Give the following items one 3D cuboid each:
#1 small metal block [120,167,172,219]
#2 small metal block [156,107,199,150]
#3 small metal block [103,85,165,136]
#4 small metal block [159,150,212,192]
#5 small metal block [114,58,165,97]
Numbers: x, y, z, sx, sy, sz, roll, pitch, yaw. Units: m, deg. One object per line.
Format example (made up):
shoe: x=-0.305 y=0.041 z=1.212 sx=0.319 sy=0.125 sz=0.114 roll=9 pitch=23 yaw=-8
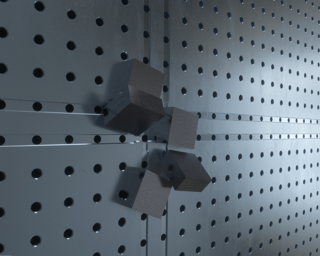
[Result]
small metal block: x=-0.016 y=0.084 z=0.398 sx=0.050 sy=0.025 sz=0.050 roll=32 pitch=70 yaw=-36
small metal block: x=0.025 y=0.001 z=0.432 sx=0.050 sy=0.025 sz=0.050 roll=15 pitch=80 yaw=-39
small metal block: x=-0.031 y=-0.019 z=0.365 sx=0.050 sy=0.050 sz=0.025 roll=19 pitch=47 yaw=-39
small metal block: x=0.035 y=0.059 z=0.422 sx=0.050 sy=0.050 sz=0.025 roll=13 pitch=123 yaw=-40
small metal block: x=-0.025 y=-0.053 z=0.390 sx=0.050 sy=0.025 sz=0.050 roll=21 pitch=77 yaw=-38
